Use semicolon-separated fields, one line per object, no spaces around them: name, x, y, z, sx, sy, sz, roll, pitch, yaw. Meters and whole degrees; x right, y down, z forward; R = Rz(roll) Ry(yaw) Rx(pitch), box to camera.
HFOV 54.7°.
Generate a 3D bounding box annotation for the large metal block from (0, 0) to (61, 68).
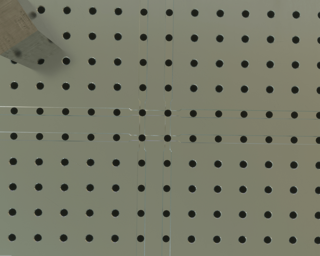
large metal block;-0.179;-0.128;0.383;0.050;0.080;0.080;-34;90;0
